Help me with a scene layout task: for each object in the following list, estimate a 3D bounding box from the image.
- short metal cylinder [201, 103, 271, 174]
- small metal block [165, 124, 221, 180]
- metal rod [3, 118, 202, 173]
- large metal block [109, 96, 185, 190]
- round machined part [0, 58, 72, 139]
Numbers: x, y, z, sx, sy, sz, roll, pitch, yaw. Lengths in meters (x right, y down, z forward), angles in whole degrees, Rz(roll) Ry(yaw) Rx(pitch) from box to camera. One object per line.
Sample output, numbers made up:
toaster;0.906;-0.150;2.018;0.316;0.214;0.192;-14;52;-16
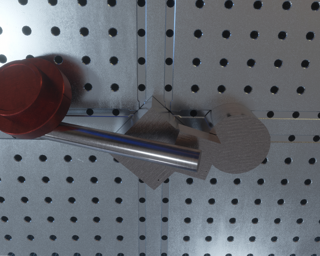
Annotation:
short metal cylinder;0.096;0.013;0.406;0.081;0.050;0.079;0;110;-1
small metal block;0.038;0.029;0.369;0.050;0.025;0.050;17;109;-7
metal rod;-0.102;0.008;0.369;0.301;0.025;0.025;11;111;13
large metal block;-0.009;0.019;0.405;0.080;0.050;0.080;42;104;-14
round machined part;-0.158;-0.039;0.359;0.098;0.042;0.098;-3;71;10
